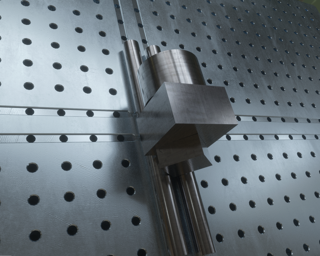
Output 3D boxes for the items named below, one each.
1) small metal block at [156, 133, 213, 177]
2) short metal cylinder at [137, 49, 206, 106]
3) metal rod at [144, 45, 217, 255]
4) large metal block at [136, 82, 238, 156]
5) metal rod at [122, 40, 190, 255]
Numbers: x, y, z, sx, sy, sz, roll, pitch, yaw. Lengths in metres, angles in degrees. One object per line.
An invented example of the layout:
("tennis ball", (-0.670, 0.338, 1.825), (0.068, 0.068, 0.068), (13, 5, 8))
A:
("small metal block", (0.029, 0.033, 0.360), (0.050, 0.050, 0.025), (46, 27, -62))
("short metal cylinder", (0.016, -0.052, 0.387), (0.081, 0.080, 0.050), (1, 62, -28))
("metal rod", (0.020, 0.012, 0.415), (0.025, 0.025, 0.299), (1, 61, -28))
("large metal block", (0.028, -0.008, 0.363), (0.081, 0.080, 0.050), (0, 62, -29))
("metal rod", (-0.012, 0.008, 0.399), (0.025, 0.025, 0.299), (1, 61, -28))
